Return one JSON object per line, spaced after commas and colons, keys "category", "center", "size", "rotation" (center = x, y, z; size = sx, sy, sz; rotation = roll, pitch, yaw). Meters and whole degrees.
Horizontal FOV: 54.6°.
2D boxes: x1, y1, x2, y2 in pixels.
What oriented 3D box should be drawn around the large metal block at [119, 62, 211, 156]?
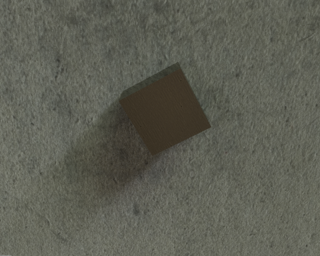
{"category": "large metal block", "center": [0.007, -0.025, 0.387], "size": [0.080, 0.050, 0.080], "rotation": [-27, 108, 9]}
